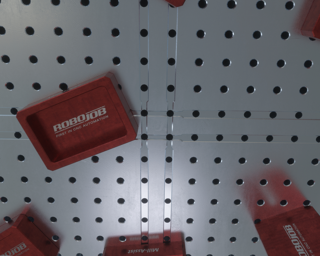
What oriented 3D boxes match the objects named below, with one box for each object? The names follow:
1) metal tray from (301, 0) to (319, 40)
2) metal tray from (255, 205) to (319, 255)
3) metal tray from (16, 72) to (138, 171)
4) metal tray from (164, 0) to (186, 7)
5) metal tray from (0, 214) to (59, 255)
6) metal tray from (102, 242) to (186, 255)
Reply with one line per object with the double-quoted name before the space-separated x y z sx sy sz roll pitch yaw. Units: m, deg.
"metal tray" 0.248 -0.134 0.363 0.131 0.030 0.089 16 109 -6
"metal tray" 0.193 0.167 0.420 0.090 0.130 0.030 -21 109 8
"metal tray" -0.105 -0.007 0.407 0.130 0.030 0.090 -21 109 7
"metal tray" 0.015 -0.211 0.333 0.090 0.030 0.129 27 108 -10
"metal tray" -0.238 0.202 0.483 0.130 0.030 0.090 -32 107 11
"metal tray" -0.022 0.232 0.496 0.131 0.030 0.089 -5 110 1
